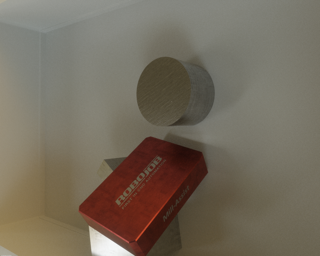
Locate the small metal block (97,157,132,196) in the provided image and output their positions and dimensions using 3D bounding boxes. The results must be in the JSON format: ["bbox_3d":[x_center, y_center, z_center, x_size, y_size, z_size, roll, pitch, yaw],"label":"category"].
[{"bbox_3d":[-0.050,0.067,0.430,0.050,0.050,0.025,45,117,30],"label":"small metal block"}]

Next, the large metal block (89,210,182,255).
[{"bbox_3d":[-0.031,0.137,0.395,0.080,0.081,0.050,-12,82,39],"label":"large metal block"}]

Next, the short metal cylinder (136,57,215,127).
[{"bbox_3d":[0.018,-0.042,0.374,0.080,0.050,0.079,0,90,39],"label":"short metal cylinder"}]

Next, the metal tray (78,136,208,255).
[{"bbox_3d":[-0.017,0.070,0.357,0.090,0.131,0.030,16,139,38],"label":"metal tray"}]
